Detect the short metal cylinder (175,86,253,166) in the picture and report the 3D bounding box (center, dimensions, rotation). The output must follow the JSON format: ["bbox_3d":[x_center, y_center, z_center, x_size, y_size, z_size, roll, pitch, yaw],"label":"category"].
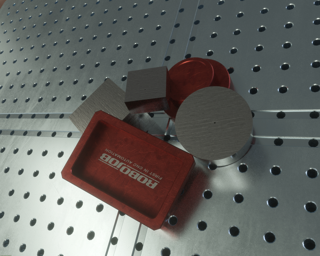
[{"bbox_3d":[0.062,0.000,0.345,0.080,0.050,0.080,-4,75,16],"label":"short metal cylinder"}]

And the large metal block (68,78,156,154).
[{"bbox_3d":[-0.068,-0.011,0.435,0.080,0.050,0.080,-46,51,-4],"label":"large metal block"}]

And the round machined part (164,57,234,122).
[{"bbox_3d":[0.043,-0.054,0.407,0.098,0.042,0.098,-13,56,21],"label":"round machined part"}]

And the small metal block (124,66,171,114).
[{"bbox_3d":[-0.014,-0.047,0.385,0.050,0.025,0.050,-6,55,12],"label":"small metal block"}]

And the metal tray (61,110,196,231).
[{"bbox_3d":[-0.036,0.046,0.359,0.130,0.030,0.090,26,82,14],"label":"metal tray"}]
